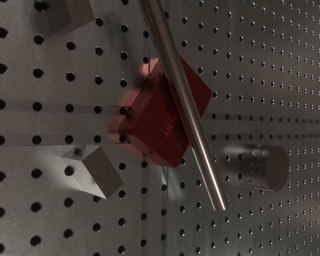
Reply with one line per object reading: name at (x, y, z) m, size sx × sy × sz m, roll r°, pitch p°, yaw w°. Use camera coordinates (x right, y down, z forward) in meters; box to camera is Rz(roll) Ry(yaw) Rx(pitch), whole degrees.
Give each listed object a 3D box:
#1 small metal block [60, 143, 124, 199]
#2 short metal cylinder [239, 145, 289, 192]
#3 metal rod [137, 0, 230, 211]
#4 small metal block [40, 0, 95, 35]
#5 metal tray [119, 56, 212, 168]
small metal block at (-0.073, 0.045, 0.333) m, size 0.025 × 0.050 × 0.050 m, roll -42°, pitch 116°, yaw -32°
short metal cylinder at (0.187, 0.070, 0.553) m, size 0.081 × 0.050 × 0.079 m, roll 0°, pitch 91°, yaw -40°
metal rod at (0.036, -0.022, 0.401) m, size 0.025 × 0.025 × 0.298 m, roll -34°, pitch 111°, yaw -35°
small metal block at (-0.096, -0.127, 0.313) m, size 0.025 × 0.050 × 0.050 m, roll -26°, pitch 107°, yaw -37°
metal tray at (0.013, -0.023, 0.419) m, size 0.090 × 0.030 × 0.130 m, roll 42°, pitch 65°, yaw -32°
